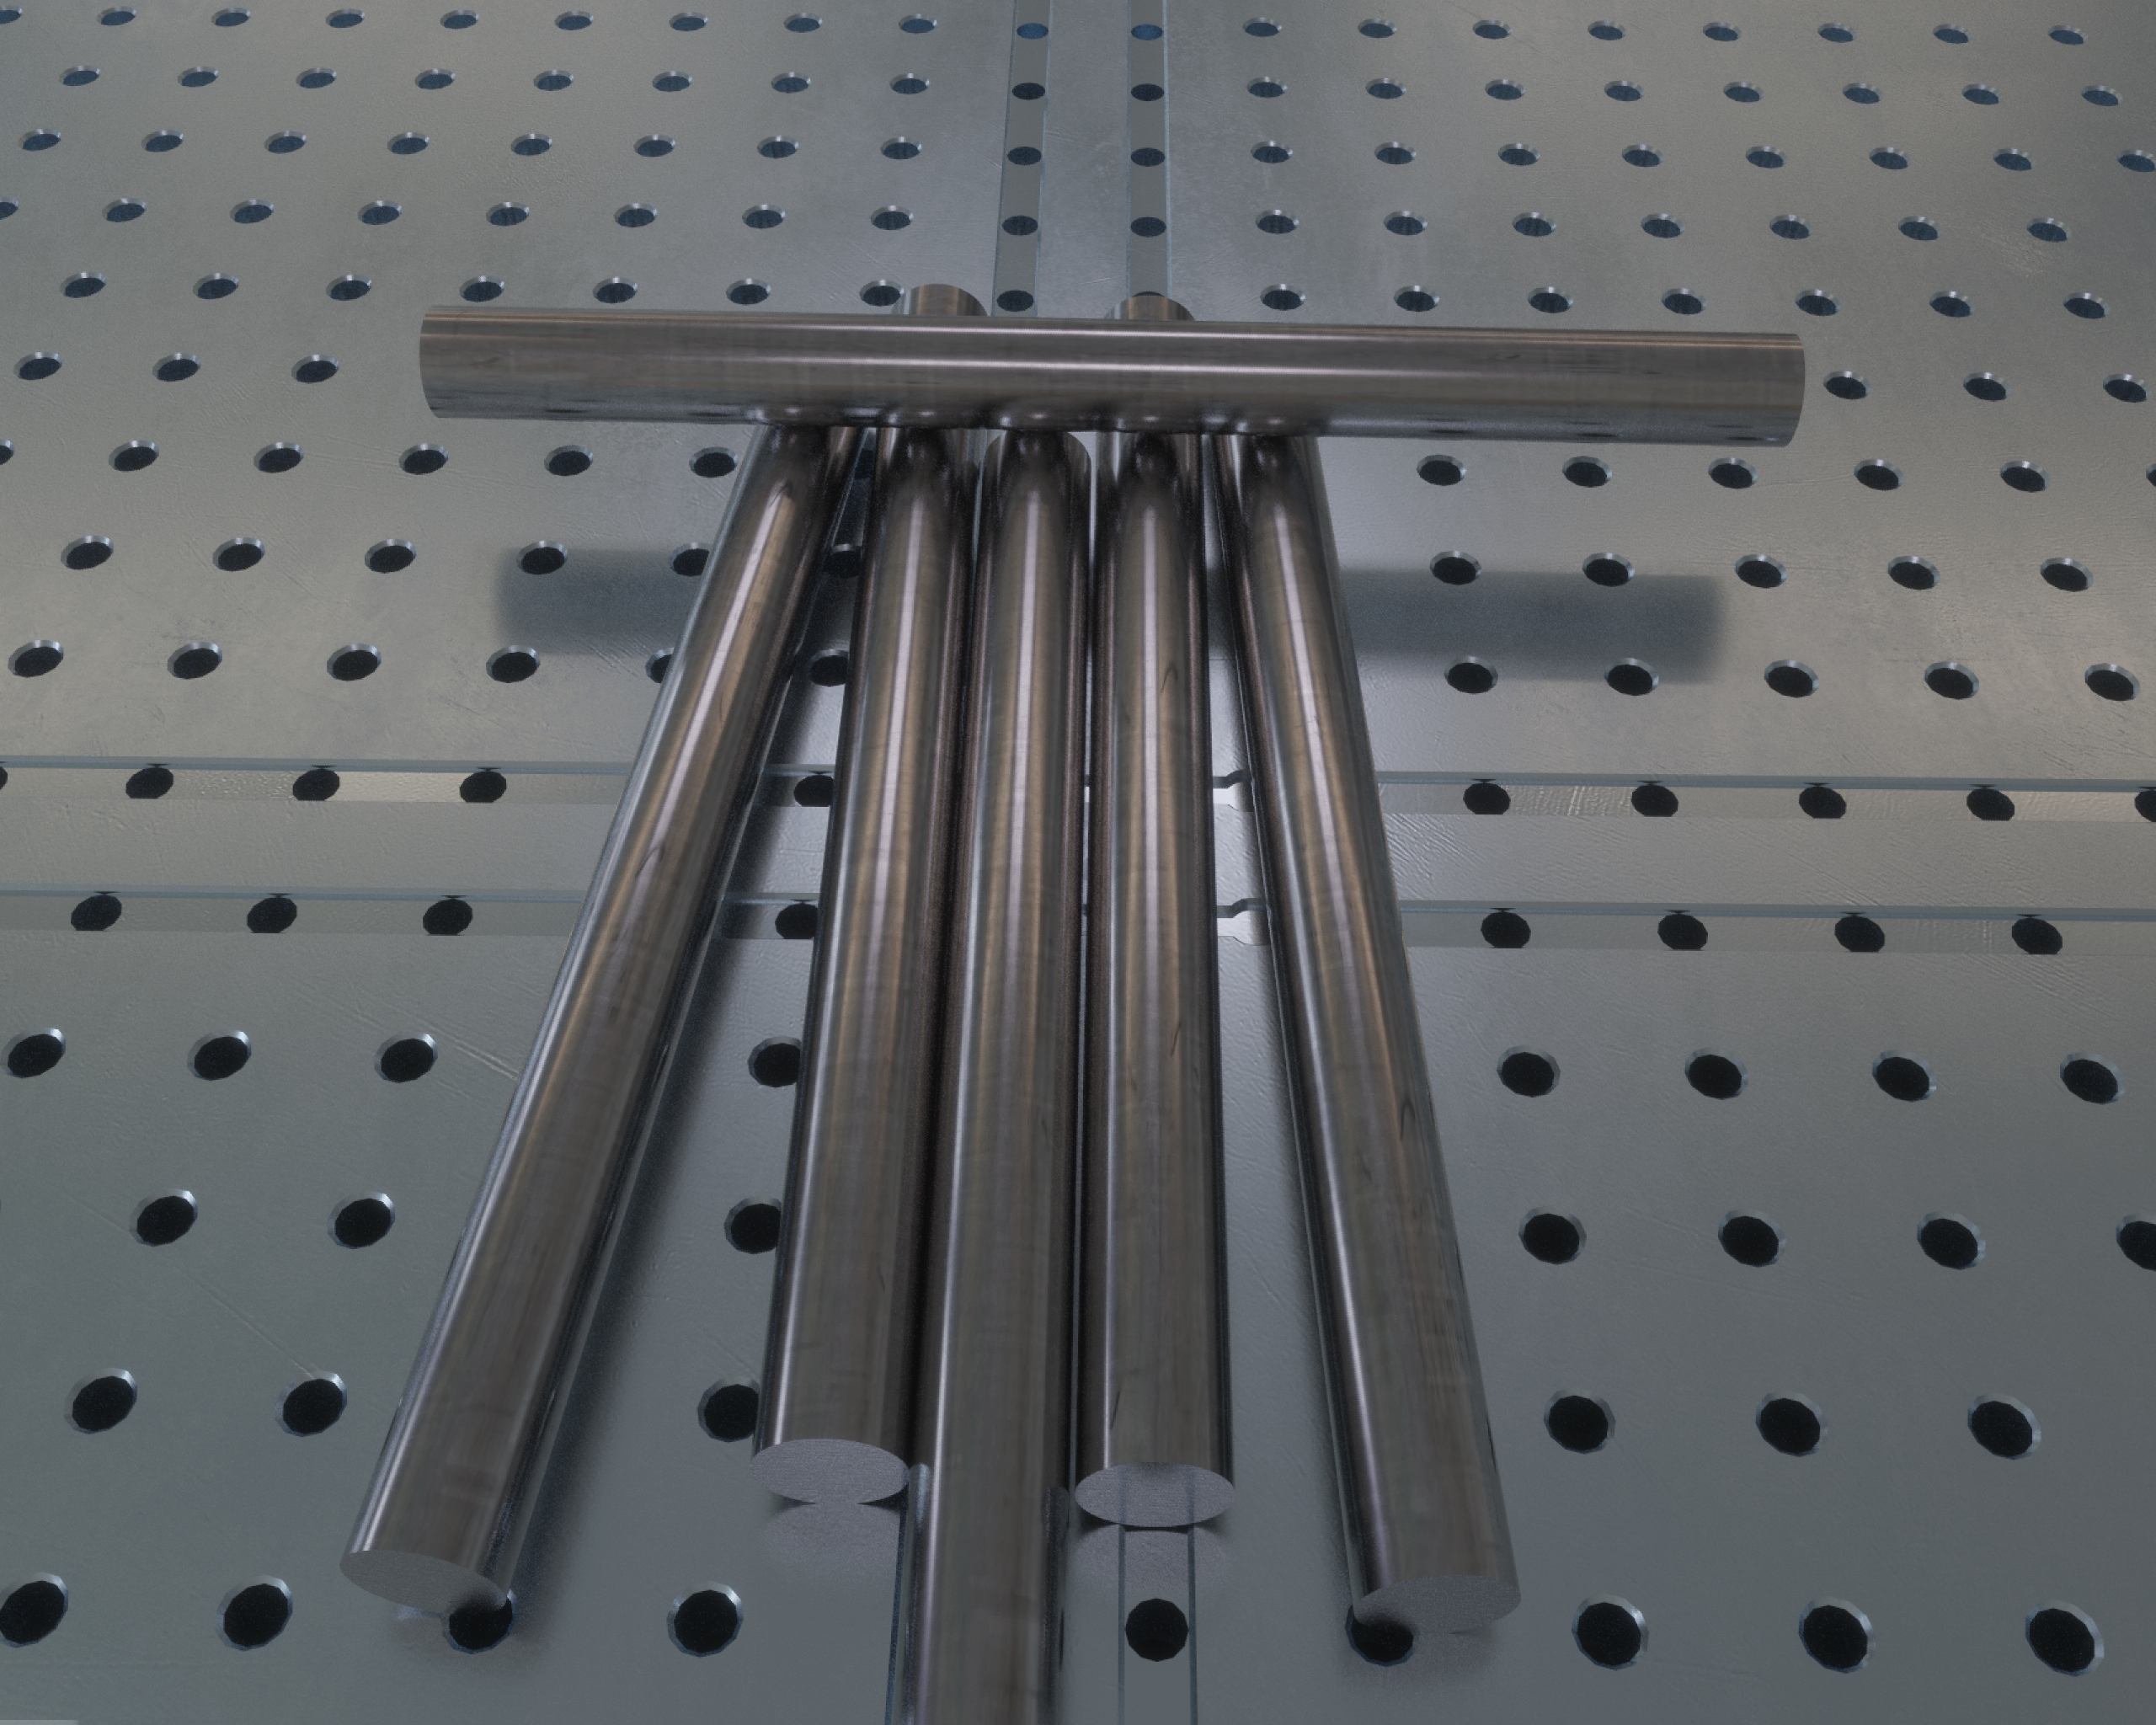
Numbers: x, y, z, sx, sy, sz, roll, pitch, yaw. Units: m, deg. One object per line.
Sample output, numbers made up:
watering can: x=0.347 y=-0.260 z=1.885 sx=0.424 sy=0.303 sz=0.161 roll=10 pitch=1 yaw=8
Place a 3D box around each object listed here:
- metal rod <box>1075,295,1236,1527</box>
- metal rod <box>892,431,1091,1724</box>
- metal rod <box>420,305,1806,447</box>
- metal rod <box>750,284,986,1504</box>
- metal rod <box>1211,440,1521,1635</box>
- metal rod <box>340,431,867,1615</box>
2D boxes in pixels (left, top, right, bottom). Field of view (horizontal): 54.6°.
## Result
metal rod: x=0.015 y=-0.016 z=0.423 sx=0.025 sy=0.025 sz=0.300 roll=1 pitch=50 yaw=1
metal rod: x=-0.012 y=0.024 z=0.388 sx=0.025 sy=0.025 sz=0.300 roll=1 pitch=50 yaw=1
metal rod: x=0.007 y=-0.109 z=0.467 sx=0.302 sy=0.025 sz=0.025 roll=1 pitch=50 yaw=1
metal rod: x=-0.037 y=-0.019 z=0.424 sx=0.025 sy=0.025 sz=0.300 roll=1 pitch=50 yaw=1
metal rod: x=0.048 y=-0.003 z=0.411 sx=0.025 sy=0.025 sz=0.300 roll=-2 pitch=50 yaw=-1
metal rod: x=-0.079 y=-0.005 z=0.410 sx=0.025 sy=0.025 sz=0.300 roll=6 pitch=50 yaw=5
